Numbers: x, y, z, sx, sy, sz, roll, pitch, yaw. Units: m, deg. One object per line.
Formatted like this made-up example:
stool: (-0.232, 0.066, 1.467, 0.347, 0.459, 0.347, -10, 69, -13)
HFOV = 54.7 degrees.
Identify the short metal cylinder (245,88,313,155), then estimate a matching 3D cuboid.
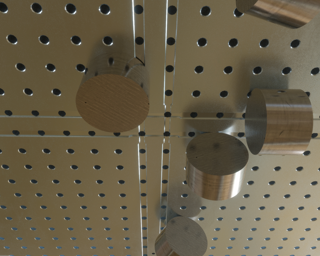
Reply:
short metal cylinder: (0.139, -0.007, 0.372, 0.050, 0.080, 0.079, 1, 130, -1)

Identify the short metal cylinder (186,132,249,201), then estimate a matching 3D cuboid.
short metal cylinder: (0.076, 0.051, 0.420, 0.081, 0.080, 0.050, -2, 130, 1)

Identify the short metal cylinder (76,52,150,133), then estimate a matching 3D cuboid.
short metal cylinder: (-0.052, -0.041, 0.360, 0.081, 0.050, 0.079, 0, 130, 0)

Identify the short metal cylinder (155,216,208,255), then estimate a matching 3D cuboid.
short metal cylinder: (0.037, 0.206, 0.552, 0.081, 0.080, 0.050, 17, 128, -14)

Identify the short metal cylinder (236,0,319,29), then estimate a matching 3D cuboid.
short metal cylinder: (0.107, -0.132, 0.265, 0.050, 0.080, 0.079, 14, 129, -12)
